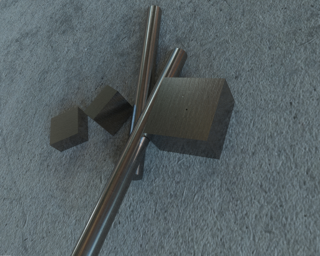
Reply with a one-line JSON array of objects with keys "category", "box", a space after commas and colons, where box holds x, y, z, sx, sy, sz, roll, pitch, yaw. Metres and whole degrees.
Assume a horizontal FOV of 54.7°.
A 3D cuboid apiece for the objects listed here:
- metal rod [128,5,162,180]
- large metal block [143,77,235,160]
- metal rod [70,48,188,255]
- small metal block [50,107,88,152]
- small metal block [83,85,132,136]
[{"category": "metal rod", "box": [-0.022, -0.069, 0.456, 0.025, 0.025, 0.299, -9, 58, 23]}, {"category": "large metal block", "box": [0.037, -0.014, 0.376, 0.080, 0.050, 0.080, 6, 65, 30]}, {"category": "metal rod", "box": [-0.024, 0.012, 0.381, 0.025, 0.025, 0.300, 5, 56, 30]}, {"category": "small metal block", "box": [-0.139, 0.002, 0.473, 0.050, 0.025, 0.050, -21, 54, 15]}, {"category": "small metal block", "box": [-0.070, -0.024, 0.438, 0.025, 0.050, 0.050, 33, 80, 38]}]
